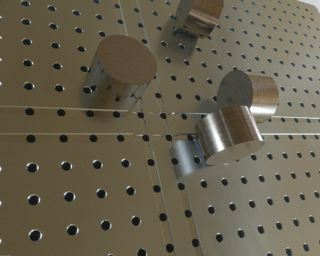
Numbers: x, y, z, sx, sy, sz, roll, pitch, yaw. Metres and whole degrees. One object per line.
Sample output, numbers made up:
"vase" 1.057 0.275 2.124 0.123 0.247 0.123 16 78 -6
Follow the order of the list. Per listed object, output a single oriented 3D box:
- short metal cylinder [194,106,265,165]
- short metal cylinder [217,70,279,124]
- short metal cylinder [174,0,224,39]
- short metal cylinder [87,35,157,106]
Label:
"short metal cylinder" 0.092 0.012 0.418 0.081 0.080 0.050 -3 63 -30
"short metal cylinder" 0.132 -0.046 0.475 0.050 0.080 0.080 2 61 -28
"short metal cylinder" 0.065 -0.200 0.532 0.050 0.080 0.080 16 55 -20
"short metal cylinder" -0.051 -0.076 0.412 0.081 0.050 0.080 14 56 -21
